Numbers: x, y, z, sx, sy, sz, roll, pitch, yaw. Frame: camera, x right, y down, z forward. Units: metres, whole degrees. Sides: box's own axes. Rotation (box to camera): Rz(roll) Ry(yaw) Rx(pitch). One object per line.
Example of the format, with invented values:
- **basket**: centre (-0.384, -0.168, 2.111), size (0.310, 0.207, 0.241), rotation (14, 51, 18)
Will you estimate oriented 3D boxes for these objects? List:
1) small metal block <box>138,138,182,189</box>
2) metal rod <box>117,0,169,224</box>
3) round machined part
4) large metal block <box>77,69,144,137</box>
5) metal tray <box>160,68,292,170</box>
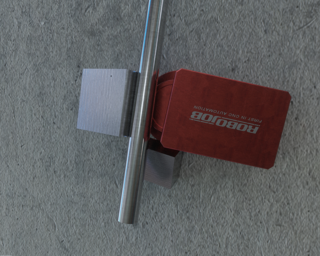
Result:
- **small metal block**: centre (-0.002, 0.045, 0.400), size (0.050, 0.025, 0.050), rotation (17, 121, 19)
- **metal rod**: centre (-0.018, -0.036, 0.372), size (0.025, 0.025, 0.298), rotation (8, 91, 20)
- **round machined part**: centre (0.022, -0.025, 0.393), size (0.098, 0.042, 0.097), rotation (0, 90, 20)
- **large metal block**: centre (-0.059, -0.033, 0.406), size (0.080, 0.050, 0.079), rotation (9, 93, 38)
- **metal tray**: centre (0.073, -0.011, 0.358), size (0.131, 0.030, 0.089), rotation (12, 95, -1)
